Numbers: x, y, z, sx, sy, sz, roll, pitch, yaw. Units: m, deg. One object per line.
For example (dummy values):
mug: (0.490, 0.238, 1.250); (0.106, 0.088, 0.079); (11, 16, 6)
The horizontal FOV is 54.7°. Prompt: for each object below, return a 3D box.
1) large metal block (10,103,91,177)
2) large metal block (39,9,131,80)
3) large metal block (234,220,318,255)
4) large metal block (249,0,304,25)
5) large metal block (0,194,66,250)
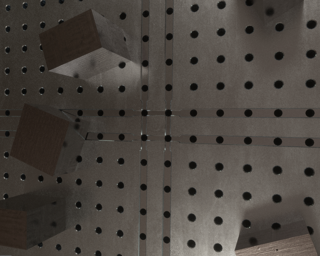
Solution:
large metal block: (-0.161, 0.015, 0.454); (0.080, 0.050, 0.080); (21, 97, 18)
large metal block: (-0.098, -0.107, 0.417); (0.080, 0.080, 0.050); (-18, 84, 19)
large metal block: (0.140, 0.160, 0.350); (0.080, 0.050, 0.080); (-21, 83, 18)
large metal block: (0.118, -0.173, 0.342); (0.050, 0.080, 0.080); (-30, 80, 17)
large metal block: (-0.197, 0.132, 0.451); (0.080, 0.080, 0.050); (1, 90, 19)
